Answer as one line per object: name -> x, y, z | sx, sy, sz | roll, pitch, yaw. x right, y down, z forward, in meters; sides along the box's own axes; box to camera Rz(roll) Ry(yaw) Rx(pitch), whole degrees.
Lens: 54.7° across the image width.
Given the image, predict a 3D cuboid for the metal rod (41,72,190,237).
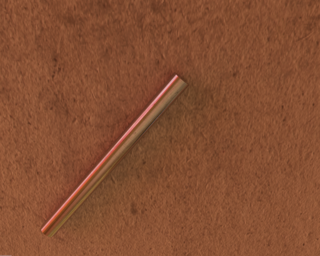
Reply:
metal rod -> -0.070, 0.045, 0.425 | 0.025, 0.025, 0.299 | 39, 105, -13
